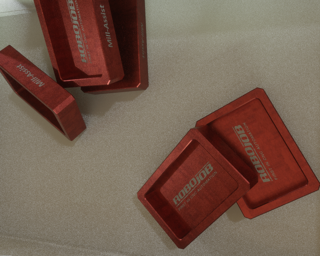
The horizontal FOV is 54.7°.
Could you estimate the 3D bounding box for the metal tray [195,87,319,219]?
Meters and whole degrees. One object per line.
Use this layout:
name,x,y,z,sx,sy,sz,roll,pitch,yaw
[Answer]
metal tray,0.112,0.029,0.367,0.090,0.030,0.130,-30,80,17

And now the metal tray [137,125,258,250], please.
metal tray,0.039,0.072,0.371,0.090,0.030,0.129,47,120,18

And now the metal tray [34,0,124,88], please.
metal tray,-0.100,-0.117,0.379,0.090,0.030,0.129,1,111,31

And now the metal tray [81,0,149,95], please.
metal tray,-0.066,-0.115,0.430,0.090,0.030,0.129,-3,89,19

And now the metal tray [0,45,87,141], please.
metal tray,-0.166,-0.046,0.432,0.130,0.090,0.030,37,68,15
